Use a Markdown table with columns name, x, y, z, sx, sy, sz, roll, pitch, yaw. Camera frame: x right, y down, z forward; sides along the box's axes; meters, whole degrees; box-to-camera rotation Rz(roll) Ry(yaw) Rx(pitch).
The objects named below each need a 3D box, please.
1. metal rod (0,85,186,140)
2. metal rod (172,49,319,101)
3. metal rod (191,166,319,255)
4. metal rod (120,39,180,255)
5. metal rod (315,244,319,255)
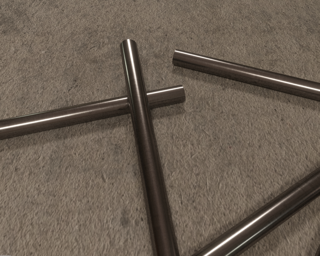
| name | x | y | z | sx | sy | sz | roll | pitch | yaw |
| --- | --- | --- | --- | --- | --- | --- | --- | --- | --- |
| metal rod | -0.112 | -0.018 | 0.416 | 0.302 | 0.025 | 0.025 | -12 | 51 | -11 |
| metal rod | 0.165 | -0.073 | 0.466 | 0.301 | 0.025 | 0.025 | 17 | 52 | 13 |
| metal rod | 0.090 | 0.106 | 0.315 | 0.302 | 0.025 | 0.025 | -26 | 55 | -21 |
| metal rod | -0.020 | 0.003 | 0.377 | 0.025 | 0.025 | 0.299 | -8 | 58 | -7 |
| metal rod | 0.181 | 0.109 | 0.313 | 0.025 | 0.025 | 0.301 | 31 | 56 | 23 |
